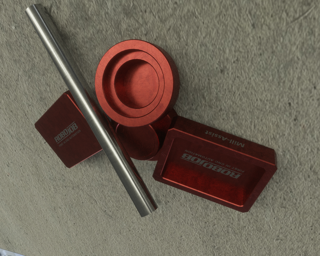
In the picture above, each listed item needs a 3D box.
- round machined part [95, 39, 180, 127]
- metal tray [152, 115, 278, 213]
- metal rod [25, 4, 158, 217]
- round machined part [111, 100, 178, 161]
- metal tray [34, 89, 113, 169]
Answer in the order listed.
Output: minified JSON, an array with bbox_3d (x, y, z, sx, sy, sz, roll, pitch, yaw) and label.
[{"bbox_3d":[-0.023,-0.051,0.364,0.098,0.042,0.097,3,98,21],"label":"round machined part"},{"bbox_3d":[0.064,0.047,0.386,0.131,0.030,0.089,20,127,3],"label":"metal tray"},{"bbox_3d":[-0.088,-0.023,0.397,0.025,0.025,0.299,-31,89,38],"label":"metal rod"},{"bbox_3d":[-0.024,0.004,0.413,0.098,0.042,0.097,13,124,21],"label":"round machined part"},{"bbox_3d":[-0.127,0.003,0.460,0.130,0.030,0.090,-29,100,46],"label":"metal tray"}]
